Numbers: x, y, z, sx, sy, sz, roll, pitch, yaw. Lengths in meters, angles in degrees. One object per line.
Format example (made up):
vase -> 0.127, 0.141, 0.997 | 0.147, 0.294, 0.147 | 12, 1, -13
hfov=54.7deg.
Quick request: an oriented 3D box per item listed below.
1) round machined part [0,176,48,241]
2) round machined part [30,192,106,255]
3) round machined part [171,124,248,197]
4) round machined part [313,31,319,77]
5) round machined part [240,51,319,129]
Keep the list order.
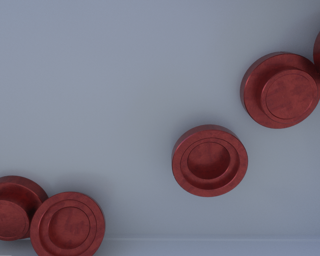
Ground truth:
round machined part -> -0.214, 0.121, 0.444 | 0.099, 0.042, 0.097 | 0, 110, -1
round machined part -> -0.126, 0.139, 0.437 | 0.099, 0.042, 0.098 | 1, 78, -6
round machined part -> 0.064, 0.040, 0.418 | 0.099, 0.042, 0.097 | 0, 110, -1
round machined part -> 0.227, -0.086, 0.363 | 0.099, 0.042, 0.097 | 0, 89, -3
round machined part -> 0.155, -0.044, 0.388 | 0.099, 0.042, 0.097 | 0, 110, -1
